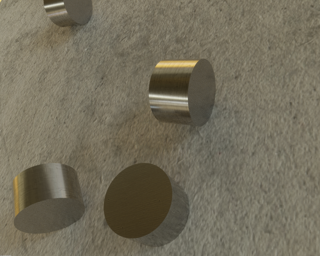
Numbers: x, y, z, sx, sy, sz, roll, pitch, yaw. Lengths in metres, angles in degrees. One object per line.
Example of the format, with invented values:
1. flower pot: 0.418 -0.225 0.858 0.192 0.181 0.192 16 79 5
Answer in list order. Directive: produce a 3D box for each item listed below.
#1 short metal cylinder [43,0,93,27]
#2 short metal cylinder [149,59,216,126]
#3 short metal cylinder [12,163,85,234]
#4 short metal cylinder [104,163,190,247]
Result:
1. short metal cylinder: -0.179 -0.243 0.609 0.050 0.080 0.080 2 63 29
2. short metal cylinder: 0.030 -0.044 0.379 0.050 0.080 0.080 7 65 31
3. short metal cylinder: -0.139 0.088 0.385 0.080 0.080 0.050 -31 52 8
4. short metal cylinder: -0.014 0.085 0.342 0.080 0.050 0.080 -13 56 20
